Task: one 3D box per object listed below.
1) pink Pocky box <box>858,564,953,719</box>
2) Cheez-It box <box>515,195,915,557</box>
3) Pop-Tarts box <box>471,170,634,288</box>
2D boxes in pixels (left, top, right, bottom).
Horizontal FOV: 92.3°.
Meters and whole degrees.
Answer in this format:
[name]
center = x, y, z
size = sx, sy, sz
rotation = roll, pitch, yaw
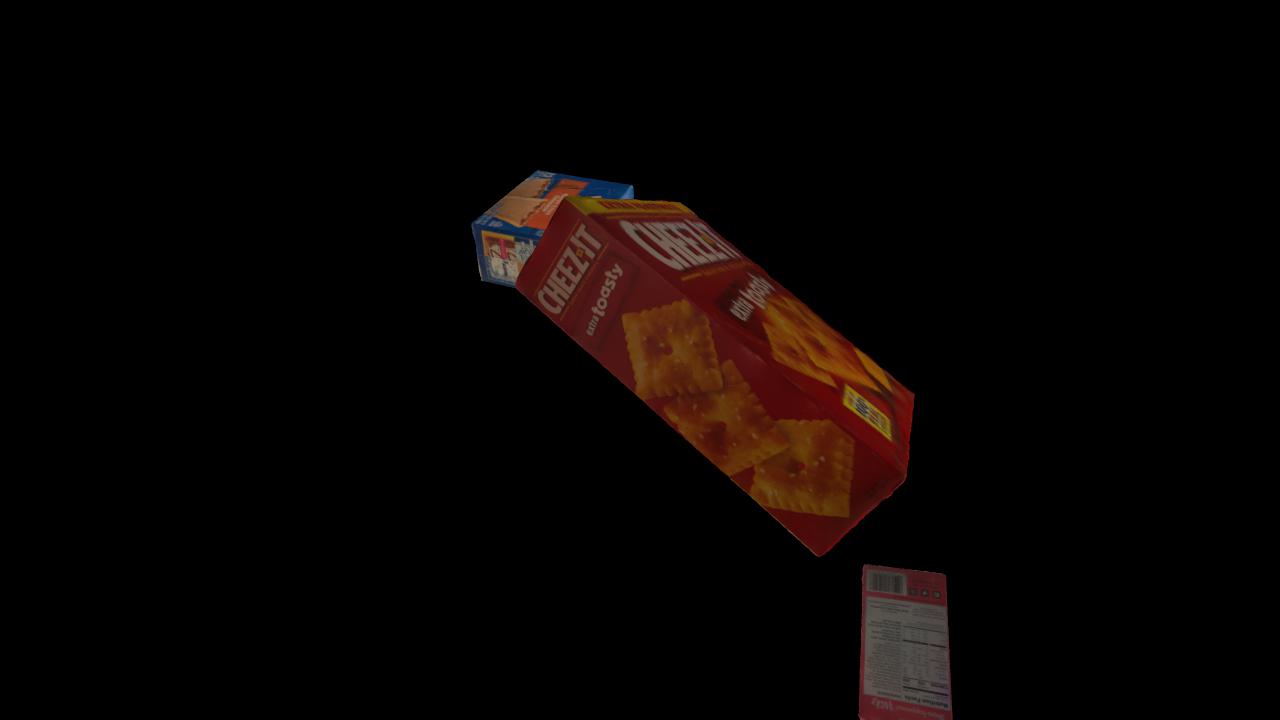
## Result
[pink Pocky box]
center = 0.272, 0.295, 0.633
size = 0.084, 0.155, 0.029
rotation = 0, -37, 23
[Cheez-It box]
center = 0.058, -0.010, 0.382
size = 0.223, 0.071, 0.166
rotation = 42, 25, 12
[Pop-Tarts box]
center = -0.102, -0.161, 0.773
size = 0.141, 0.083, 0.167
rotation = 14, 43, 16
